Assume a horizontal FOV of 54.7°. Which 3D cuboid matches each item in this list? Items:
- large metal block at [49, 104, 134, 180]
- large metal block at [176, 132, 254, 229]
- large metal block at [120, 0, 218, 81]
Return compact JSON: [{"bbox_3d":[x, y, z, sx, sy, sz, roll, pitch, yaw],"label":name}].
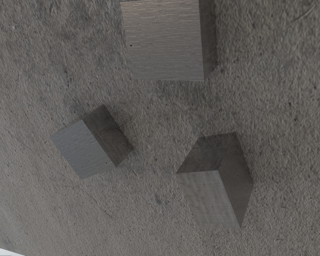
[{"bbox_3d":[-0.100,0.022,0.457,0.080,0.050,0.080,-23,106,36],"label":"large metal block"},{"bbox_3d":[0.070,0.062,0.373,0.050,0.080,0.080,-10,113,33],"label":"large metal block"},{"bbox_3d":[0.013,-0.096,0.324,0.080,0.050,0.079,6,121,25],"label":"large metal block"}]
